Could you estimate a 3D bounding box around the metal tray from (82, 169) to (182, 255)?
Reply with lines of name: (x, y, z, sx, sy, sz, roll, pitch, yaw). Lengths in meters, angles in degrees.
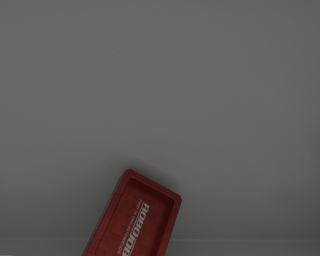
metal tray: (-0.033, 0.129, 0.403, 0.090, 0.130, 0.030, 30, 142, -8)
